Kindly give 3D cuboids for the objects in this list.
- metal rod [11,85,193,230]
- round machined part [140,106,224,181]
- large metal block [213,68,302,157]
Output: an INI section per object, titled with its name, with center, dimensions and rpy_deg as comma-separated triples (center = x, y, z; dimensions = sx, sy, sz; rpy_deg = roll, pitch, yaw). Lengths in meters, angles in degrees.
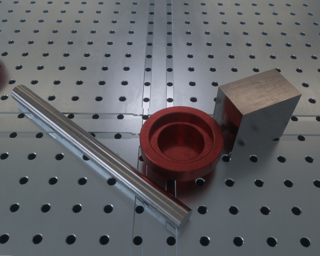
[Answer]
[metal rod]
center = -0.088, 0.023, 0.387
dimensions = 0.300, 0.025, 0.025
rpy_deg = 33, 57, 24
[round machined part]
center = 0.025, 0.022, 0.378
dimensions = 0.099, 0.042, 0.098
rpy_deg = 0, 50, 0
[large metal block]
center = 0.116, -0.018, 0.388
dimensions = 0.081, 0.080, 0.050
rpy_deg = -19, 53, -15
